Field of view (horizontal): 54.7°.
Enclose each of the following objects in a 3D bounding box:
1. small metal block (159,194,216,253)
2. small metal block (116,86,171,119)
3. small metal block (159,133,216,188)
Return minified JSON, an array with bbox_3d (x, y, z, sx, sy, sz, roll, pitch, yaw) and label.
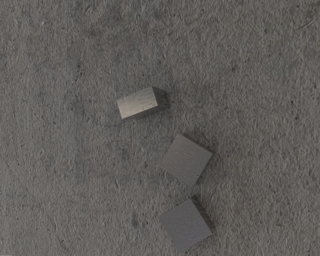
[{"bbox_3d":[0.035,0.121,0.397,0.050,0.025,0.050,-35,79,16],"label":"small metal block"},{"bbox_3d":[-0.020,-0.031,0.403,0.050,0.050,0.025,-20,84,19],"label":"small metal block"},{"bbox_3d":[0.036,0.040,0.396,0.050,0.025,0.050,31,100,17],"label":"small metal block"}]
